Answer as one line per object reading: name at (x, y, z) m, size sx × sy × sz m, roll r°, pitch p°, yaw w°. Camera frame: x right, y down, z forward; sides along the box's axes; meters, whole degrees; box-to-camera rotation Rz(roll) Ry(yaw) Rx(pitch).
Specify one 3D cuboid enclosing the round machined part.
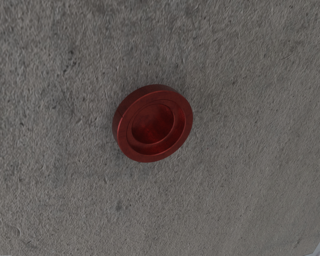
round machined part at (-0.012, -0.009, 0.383) m, size 0.099 × 0.042 × 0.097 m, roll -14°, pitch 124°, yaw -21°
